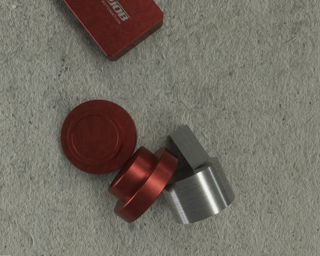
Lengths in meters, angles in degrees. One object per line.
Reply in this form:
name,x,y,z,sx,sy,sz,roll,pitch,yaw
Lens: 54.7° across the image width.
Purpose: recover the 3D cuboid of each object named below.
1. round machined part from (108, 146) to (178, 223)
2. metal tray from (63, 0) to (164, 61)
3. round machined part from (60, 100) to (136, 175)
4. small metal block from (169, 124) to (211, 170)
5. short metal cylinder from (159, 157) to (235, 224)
round machined part,-0.025,0.060,0.372,0.042,0.098,0.098,39,90,-6
metal tray,-0.068,-0.166,0.406,0.090,0.030,0.130,-38,91,-1
round machined part,-0.080,0.012,0.400,0.099,0.042,0.097,0,90,-1
small metal block,0.036,0.023,0.398,0.025,0.050,0.050,-34,90,-1
short metal cylinder,0.045,0.076,0.383,0.080,0.080,0.050,-24,91,0
